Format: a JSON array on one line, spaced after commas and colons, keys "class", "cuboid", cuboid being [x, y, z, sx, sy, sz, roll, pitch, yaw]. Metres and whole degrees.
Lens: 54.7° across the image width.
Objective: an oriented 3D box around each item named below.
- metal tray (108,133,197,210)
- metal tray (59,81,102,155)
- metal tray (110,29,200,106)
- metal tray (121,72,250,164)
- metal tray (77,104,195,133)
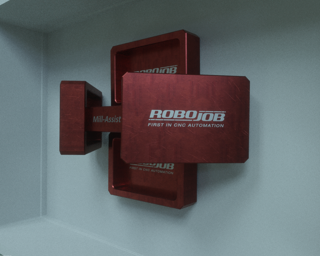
[{"class": "metal tray", "cuboid": [-0.014, 0.050, 0.411, 0.130, 0.030, 0.089, 1, 90, 39]}, {"class": "metal tray", "cuboid": [-0.106, -0.013, 0.433, 0.030, 0.130, 0.089, 1, 90, -2]}, {"class": "metal tray", "cuboid": [-0.010, -0.071, 0.410, 0.130, 0.030, 0.089, 0, 91, 39]}, {"class": "metal tray", "cuboid": [0.026, -0.009, 0.324, 0.030, 0.131, 0.089, -177, 87, -82]}, {"class": "metal tray", "cuboid": [-0.033, -0.010, 0.390, 0.130, 0.091, 0.030, 1, 91, 39]}]
